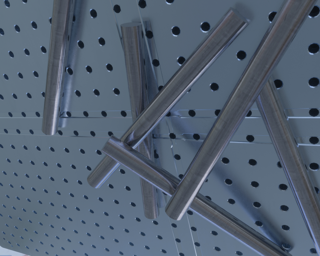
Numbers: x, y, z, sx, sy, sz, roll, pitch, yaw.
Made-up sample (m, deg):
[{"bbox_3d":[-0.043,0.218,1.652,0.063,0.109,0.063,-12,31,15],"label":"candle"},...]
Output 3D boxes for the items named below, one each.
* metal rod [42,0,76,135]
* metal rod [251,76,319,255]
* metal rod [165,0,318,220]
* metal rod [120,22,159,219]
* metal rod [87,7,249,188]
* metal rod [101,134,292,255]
[{"bbox_3d":[-0.136,-0.106,0.418,0.025,0.025,0.298,30,128,9],"label":"metal rod"},{"bbox_3d":[0.170,0.075,0.367,0.025,0.025,0.299,-16,110,34],"label":"metal rod"},{"bbox_3d":[0.076,-0.016,0.320,0.025,0.025,0.298,30,116,9],"label":"metal rod"},{"bbox_3d":[-0.023,0.010,0.430,0.025,0.025,0.298,10,123,23],"label":"metal rod"},{"bbox_3d":[-0.009,-0.016,0.380,0.025,0.025,0.299,42,121,-1],"label":"metal rod"},{"bbox_3d":[0.056,0.103,0.408,0.301,0.025,0.025,35,130,-10],"label":"metal rod"}]
